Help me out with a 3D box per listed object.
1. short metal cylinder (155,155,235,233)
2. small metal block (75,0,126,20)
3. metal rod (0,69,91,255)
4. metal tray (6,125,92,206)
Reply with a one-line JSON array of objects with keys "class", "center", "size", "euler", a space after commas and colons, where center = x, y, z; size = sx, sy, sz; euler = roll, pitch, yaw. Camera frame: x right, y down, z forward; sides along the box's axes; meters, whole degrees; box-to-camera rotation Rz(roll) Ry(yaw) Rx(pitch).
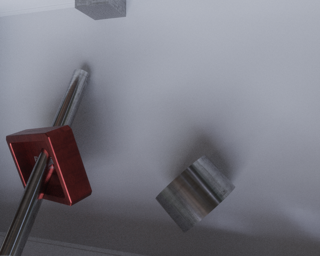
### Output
[{"class": "short metal cylinder", "center": [0.042, 0.077, 0.366], "size": [0.080, 0.080, 0.050], "euler": [-45, 76, 14]}, {"class": "small metal block", "center": [-0.080, -0.171, 0.424], "size": [0.050, 0.050, 0.025], "euler": [1, 91, 19]}, {"class": "metal rod", "center": [-0.150, 0.055, 0.396], "size": [0.025, 0.025, 0.299], "euler": [7, 67, 19]}, {"class": "metal tray", "center": [-0.147, 0.046, 0.400], "size": [0.130, 0.030, 0.089], "euler": [-4, 106, 45]}]
